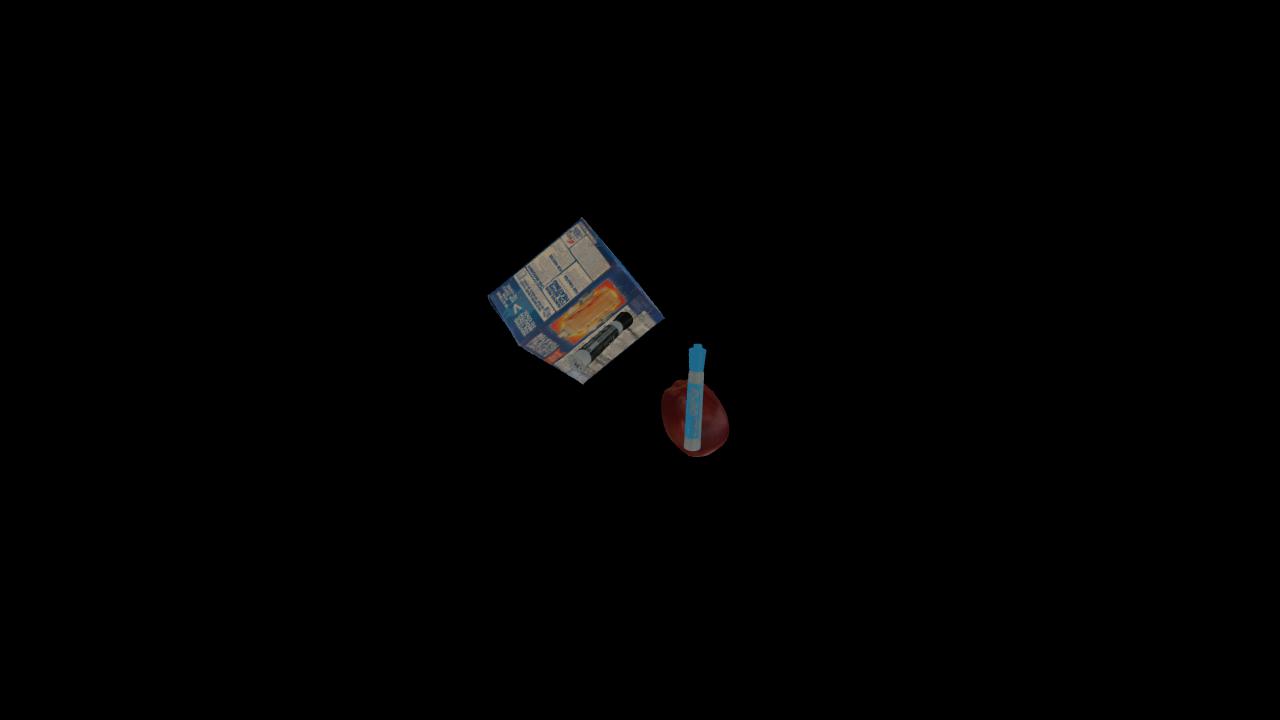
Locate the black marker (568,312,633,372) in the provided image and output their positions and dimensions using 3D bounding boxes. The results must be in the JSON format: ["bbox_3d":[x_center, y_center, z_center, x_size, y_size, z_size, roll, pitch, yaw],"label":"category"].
[{"bbox_3d":[-0.039,-0.022,0.656,0.020,0.020,0.121,0,26,27],"label":"black marker"}]

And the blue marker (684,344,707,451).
[{"bbox_3d":[0.060,0.041,0.669,0.020,0.121,0.020,1,18,0],"label":"blue marker"}]

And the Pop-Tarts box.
[{"bbox_3d":[-0.069,-0.063,0.738,0.141,0.083,0.167,-39,-26,5],"label":"Pop-Tarts box"}]

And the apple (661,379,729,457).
[{"bbox_3d":[0.064,0.069,0.722,0.079,0.093,0.079,-20,14,5],"label":"apple"}]
